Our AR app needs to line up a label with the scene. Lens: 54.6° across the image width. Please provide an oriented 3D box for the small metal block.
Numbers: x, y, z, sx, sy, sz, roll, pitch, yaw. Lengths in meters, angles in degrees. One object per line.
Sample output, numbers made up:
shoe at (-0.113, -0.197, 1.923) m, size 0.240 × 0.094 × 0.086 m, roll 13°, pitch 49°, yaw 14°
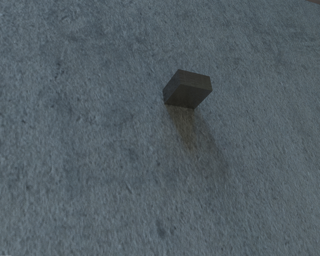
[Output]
small metal block at (0.038, -0.054, 0.440) m, size 0.050 × 0.050 × 0.025 m, roll 8°, pitch 58°, yaw -24°
